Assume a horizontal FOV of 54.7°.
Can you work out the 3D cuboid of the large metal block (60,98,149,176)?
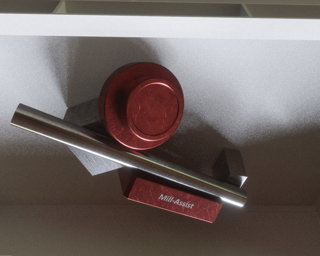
[{"bbox_3d":[-0.067,0.008,0.396,0.080,0.050,0.080,-18,128,14],"label":"large metal block"}]

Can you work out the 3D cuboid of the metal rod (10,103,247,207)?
[{"bbox_3d":[-0.020,0.040,0.374,0.302,0.025,0.025,23,126,-19],"label":"metal rod"}]

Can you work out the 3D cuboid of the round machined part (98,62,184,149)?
[{"bbox_3d":[-0.014,-0.023,0.342,0.099,0.042,0.097,-7,104,-28],"label":"round machined part"}]

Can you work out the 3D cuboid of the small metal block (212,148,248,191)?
[{"bbox_3d":[0.099,0.066,0.448,0.025,0.050,0.050,11,129,-10],"label":"small metal block"}]

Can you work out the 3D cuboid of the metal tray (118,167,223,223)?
[{"bbox_3d":[0.011,0.080,0.428,0.131,0.090,0.030,20,100,-18],"label":"metal tray"}]
